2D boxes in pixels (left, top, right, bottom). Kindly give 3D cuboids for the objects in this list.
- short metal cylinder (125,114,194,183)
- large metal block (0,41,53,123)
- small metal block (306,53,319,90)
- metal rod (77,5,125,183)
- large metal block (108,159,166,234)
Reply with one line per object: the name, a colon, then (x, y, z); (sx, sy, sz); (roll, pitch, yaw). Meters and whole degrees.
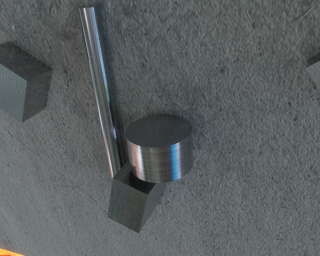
short metal cylinder: (0.000, 0.023, 0.386); (0.080, 0.080, 0.050); (9, 122, 23)
large metal block: (-0.215, -0.068, 0.462); (0.080, 0.050, 0.079); (33, 129, 6)
small metal block: (0.172, -0.051, 0.285); (0.050, 0.025, 0.050); (-29, 102, 37)
metal rod: (-0.073, -0.014, 0.436); (0.025, 0.025, 0.298); (9, 123, 23)
large metal block: (-0.027, 0.085, 0.438); (0.050, 0.080, 0.079); (23, 127, 14)
